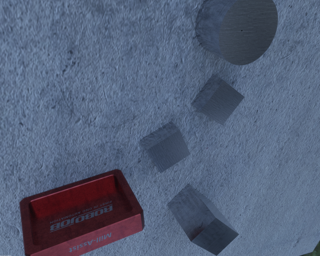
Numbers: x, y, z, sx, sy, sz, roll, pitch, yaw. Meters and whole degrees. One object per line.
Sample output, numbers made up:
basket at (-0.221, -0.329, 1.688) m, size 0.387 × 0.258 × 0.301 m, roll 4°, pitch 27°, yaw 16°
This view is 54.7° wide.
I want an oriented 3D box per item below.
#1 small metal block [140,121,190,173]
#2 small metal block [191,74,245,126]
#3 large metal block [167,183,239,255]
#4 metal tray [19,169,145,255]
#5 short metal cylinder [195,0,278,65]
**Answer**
small metal block at (0.008, 0.027, 0.428) m, size 0.050 × 0.025 × 0.050 m, roll -32°, pitch 129°, yaw -8°
small metal block at (0.080, -0.038, 0.427) m, size 0.050 × 0.025 × 0.050 m, roll 28°, pitch 103°, yaw -38°
large metal block at (0.069, 0.148, 0.500) m, size 0.050 × 0.080 × 0.080 m, roll -45°, pitch 129°, yaw 3°
metal tray at (-0.095, 0.105, 0.377) m, size 0.131 × 0.090 × 0.030 m, roll -16°, pitch 125°, yaw -20°
short metal cylinder at (0.089, -0.120, 0.365) m, size 0.081 × 0.050 × 0.079 m, roll -14°, pitch 124°, yaw -21°
